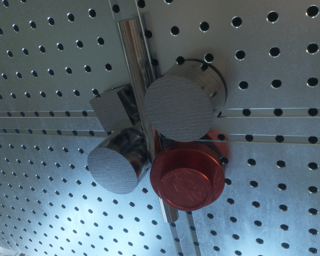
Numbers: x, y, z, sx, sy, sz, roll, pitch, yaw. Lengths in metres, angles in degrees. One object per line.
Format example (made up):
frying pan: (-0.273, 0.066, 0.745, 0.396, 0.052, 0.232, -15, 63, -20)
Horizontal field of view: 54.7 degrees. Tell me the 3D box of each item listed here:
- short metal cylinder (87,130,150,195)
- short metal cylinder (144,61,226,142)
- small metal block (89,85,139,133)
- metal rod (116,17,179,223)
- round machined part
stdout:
short metal cylinder: (-0.057, 0.049, 0.450, 0.080, 0.050, 0.079, 13, 124, 21)
short metal cylinder: (0.029, -0.031, 0.355, 0.080, 0.050, 0.079, 13, 124, 21)
small metal block: (-0.060, -0.025, 0.422, 0.050, 0.025, 0.050, -12, 113, 33)
metal rod: (-0.010, 0.008, 0.416, 0.025, 0.025, 0.298, 3, 120, 27)
round machined part: (0.035, 0.069, 0.404, 0.099, 0.042, 0.097, 4, 117, 8)
